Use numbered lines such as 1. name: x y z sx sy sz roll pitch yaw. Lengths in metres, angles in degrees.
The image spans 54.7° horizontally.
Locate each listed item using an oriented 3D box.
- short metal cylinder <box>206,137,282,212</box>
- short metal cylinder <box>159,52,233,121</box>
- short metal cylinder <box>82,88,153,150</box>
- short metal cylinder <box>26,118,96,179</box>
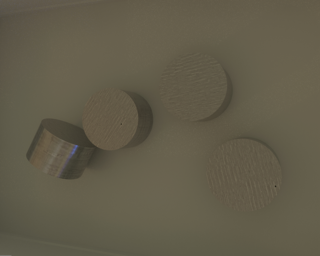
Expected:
1. short metal cylinder: 0.099 0.051 0.362 0.080 0.050 0.080 0 90 20
2. short metal cylinder: 0.045 -0.048 0.381 0.080 0.050 0.080 0 90 20
3. short metal cylinder: -0.056 -0.011 0.417 0.080 0.050 0.080 0 90 20
4. short metal cylinder: -0.134 0.028 0.429 0.080 0.080 0.050 31 100 17
